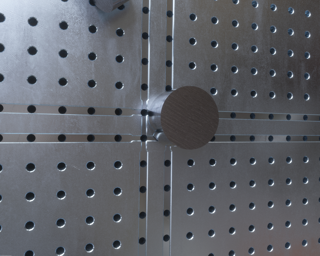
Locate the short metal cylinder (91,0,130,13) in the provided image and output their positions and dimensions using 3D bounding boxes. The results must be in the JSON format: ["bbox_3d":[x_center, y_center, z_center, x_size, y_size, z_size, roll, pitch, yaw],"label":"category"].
[{"bbox_3d":[-0.060,-0.184,0.361,0.050,0.080,0.080,-39,103,-16],"label":"short metal cylinder"}]

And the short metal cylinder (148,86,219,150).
[{"bbox_3d":[0.030,-0.013,0.410,0.081,0.050,0.079,0,90,-20],"label":"short metal cylinder"}]
